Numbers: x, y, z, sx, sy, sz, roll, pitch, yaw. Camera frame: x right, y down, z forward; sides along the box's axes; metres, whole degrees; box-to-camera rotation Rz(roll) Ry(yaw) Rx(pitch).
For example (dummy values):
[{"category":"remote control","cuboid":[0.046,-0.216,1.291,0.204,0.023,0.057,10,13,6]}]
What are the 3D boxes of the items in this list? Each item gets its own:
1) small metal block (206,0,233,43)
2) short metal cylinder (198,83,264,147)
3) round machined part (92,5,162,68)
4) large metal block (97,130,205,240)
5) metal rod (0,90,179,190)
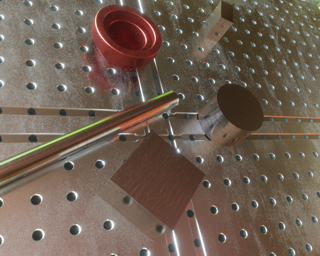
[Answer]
[{"category":"small metal block","cuboid":[0.109,-0.196,0.570,0.025,0.050,0.050,20,54,-17]},{"category":"short metal cylinder","cuboid":[0.105,-0.019,0.460,0.081,0.050,0.080,14,56,-21]},{"category":"round machined part","cuboid":[-0.050,-0.127,0.447,0.099,0.042,0.098,14,56,-21]},{"category":"large metal block","cuboid":[-0.009,0.063,0.349,0.080,0.050,0.080,40,51,-1]},{"category":"metal rod","cuboid":[-0.090,0.013,0.351,0.302,0.025,0.025,-27,77,-37]}]
